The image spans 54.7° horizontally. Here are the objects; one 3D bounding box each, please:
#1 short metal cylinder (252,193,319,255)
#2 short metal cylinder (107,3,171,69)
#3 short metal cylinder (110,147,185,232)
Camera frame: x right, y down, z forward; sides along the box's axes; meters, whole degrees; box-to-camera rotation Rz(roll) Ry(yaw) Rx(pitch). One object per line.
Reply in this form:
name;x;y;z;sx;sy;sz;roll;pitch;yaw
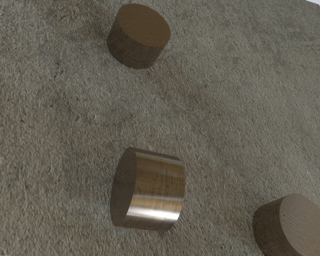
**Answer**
short metal cylinder;0.168;0.130;0.398;0.081;0.050;0.080;14;56;-21
short metal cylinder;-0.031;-0.133;0.452;0.081;0.050;0.080;14;56;-21
short metal cylinder;-0.015;0.064;0.321;0.050;0.080;0.080;14;56;-20
